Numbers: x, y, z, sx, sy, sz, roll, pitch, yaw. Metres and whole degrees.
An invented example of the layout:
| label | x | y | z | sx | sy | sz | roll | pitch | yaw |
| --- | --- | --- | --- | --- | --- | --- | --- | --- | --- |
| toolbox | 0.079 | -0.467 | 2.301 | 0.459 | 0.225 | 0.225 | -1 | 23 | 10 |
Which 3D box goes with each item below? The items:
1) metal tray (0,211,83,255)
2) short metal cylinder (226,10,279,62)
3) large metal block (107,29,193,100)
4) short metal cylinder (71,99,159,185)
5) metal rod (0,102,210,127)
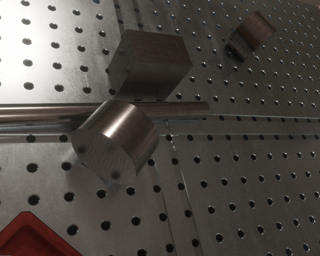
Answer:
| label | x | y | z | sx | sy | sz | roll | pitch | yaw |
| --- | --- | --- | --- | --- | --- | --- | --- | --- | --- |
| metal tray | -0.125 | 0.146 | 0.248 | 0.090 | 0.030 | 0.131 | 41 | 51 | -1 |
| short metal cylinder | 0.169 | -0.168 | 0.569 | 0.050 | 0.080 | 0.080 | 48 | 51 | 5 |
| large metal block | -0.016 | -0.081 | 0.415 | 0.081 | 0.080 | 0.050 | -2 | 63 | -30 |
| short metal cylinder | -0.048 | 0.016 | 0.339 | 0.080 | 0.080 | 0.050 | 38 | 51 | -3 |
| metal rod | -0.064 | -0.019 | 0.386 | 0.303 | 0.025 | 0.025 | -3 | 64 | -30 |
